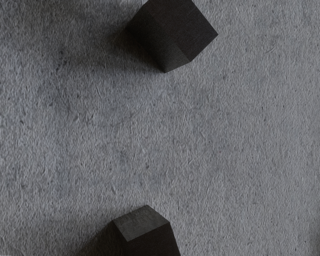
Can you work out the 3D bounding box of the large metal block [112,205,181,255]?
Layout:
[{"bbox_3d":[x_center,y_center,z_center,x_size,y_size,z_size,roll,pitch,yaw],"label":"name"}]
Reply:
[{"bbox_3d":[-0.013,0.149,0.375,0.050,0.080,0.080,-20,97,-19],"label":"large metal block"}]

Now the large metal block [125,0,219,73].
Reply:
[{"bbox_3d":[0.012,-0.120,0.384,0.050,0.080,0.080,-46,105,-14],"label":"large metal block"}]
